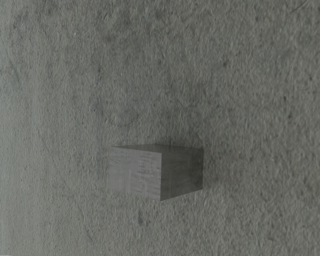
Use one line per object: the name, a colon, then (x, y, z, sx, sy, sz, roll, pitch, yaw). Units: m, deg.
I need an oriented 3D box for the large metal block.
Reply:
large metal block: (-0.004, 0.048, 0.373, 0.080, 0.081, 0.050, 3, 92, 40)
